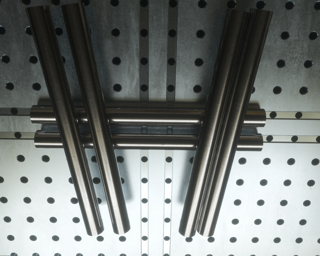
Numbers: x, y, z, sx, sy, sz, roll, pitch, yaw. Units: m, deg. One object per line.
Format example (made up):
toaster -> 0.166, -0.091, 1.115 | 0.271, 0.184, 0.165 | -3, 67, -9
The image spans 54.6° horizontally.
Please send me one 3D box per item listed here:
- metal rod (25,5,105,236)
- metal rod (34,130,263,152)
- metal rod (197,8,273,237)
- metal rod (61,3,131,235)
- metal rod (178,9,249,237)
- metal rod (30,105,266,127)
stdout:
metal rod -> -0.113, 0.007, 0.389 | 0.025, 0.025, 0.298 | -8, 110, 3
metal rod -> -0.014, 0.017, 0.420 | 0.302, 0.025, 0.025 | 1, 110, -1
metal rod -> 0.088, 0.009, 0.391 | 0.025, 0.025, 0.298 | 9, 110, -3
metal rod -> -0.075, 0.004, 0.388 | 0.025, 0.025, 0.298 | -8, 110, 3
metal rod -> 0.062, 0.009, 0.391 | 0.025, 0.025, 0.298 | 9, 110, -3
metal rod -> -0.014, -0.015, 0.408 | 0.302, 0.025, 0.025 | 1, 110, -1
